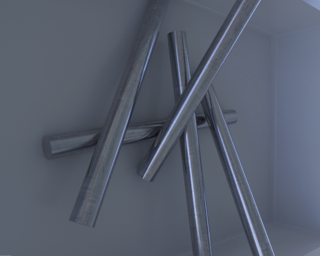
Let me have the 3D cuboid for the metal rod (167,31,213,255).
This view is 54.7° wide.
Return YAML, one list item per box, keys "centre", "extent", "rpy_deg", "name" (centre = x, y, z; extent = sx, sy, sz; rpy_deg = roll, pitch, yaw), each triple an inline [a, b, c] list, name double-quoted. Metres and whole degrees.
- centre: [0.039, 0.024, 0.400]
  extent: [0.025, 0.025, 0.298]
  rpy_deg: [-3, 85, -40]
  name: "metal rod"

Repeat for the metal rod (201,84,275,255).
- centre: [0.097, 0.055, 0.408]
  extent: [0.025, 0.025, 0.299]
  rpy_deg: [2, 64, -40]
  name: "metal rod"

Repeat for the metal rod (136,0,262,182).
- centre: [0.056, -0.067, 0.370]
  extent: [0.025, 0.025, 0.299]
  rpy_deg: [24, 100, -38]
  name: "metal rod"

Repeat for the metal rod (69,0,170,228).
- centre: [-0.036, -0.042, 0.351]
  extent: [0.025, 0.025, 0.300]
  rpy_deg: [33, 62, -35]
  name: "metal rod"

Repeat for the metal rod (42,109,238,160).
- centre: [0.002, 0.001, 0.407]
  extent: [0.302, 0.025, 0.025]
  rpy_deg: [-9, 96, -40]
  name: "metal rod"
